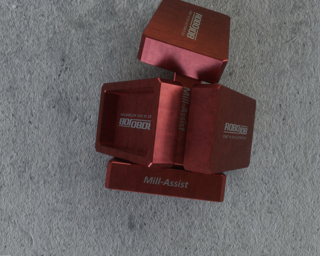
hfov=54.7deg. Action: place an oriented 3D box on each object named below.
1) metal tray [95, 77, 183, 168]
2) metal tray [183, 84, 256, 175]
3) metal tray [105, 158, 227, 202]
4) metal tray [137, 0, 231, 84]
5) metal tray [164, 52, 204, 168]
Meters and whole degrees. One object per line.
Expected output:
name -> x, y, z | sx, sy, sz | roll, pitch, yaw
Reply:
metal tray -> -0.030, -0.008, 0.362 | 0.030, 0.130, 0.089 | 6, 90, -37
metal tray -> 0.075, 0.003, 0.362 | 0.030, 0.131, 0.089 | 6, 91, 33
metal tray -> 0.006, 0.058, 0.378 | 0.131, 0.090, 0.030 | 7, 90, -1
metal tray -> 0.034, -0.109, 0.365 | 0.090, 0.130, 0.030 | 18, 131, -1
metal tray -> 0.026, -0.021, 0.378 | 0.030, 0.090, 0.129 | 7, 90, 0
